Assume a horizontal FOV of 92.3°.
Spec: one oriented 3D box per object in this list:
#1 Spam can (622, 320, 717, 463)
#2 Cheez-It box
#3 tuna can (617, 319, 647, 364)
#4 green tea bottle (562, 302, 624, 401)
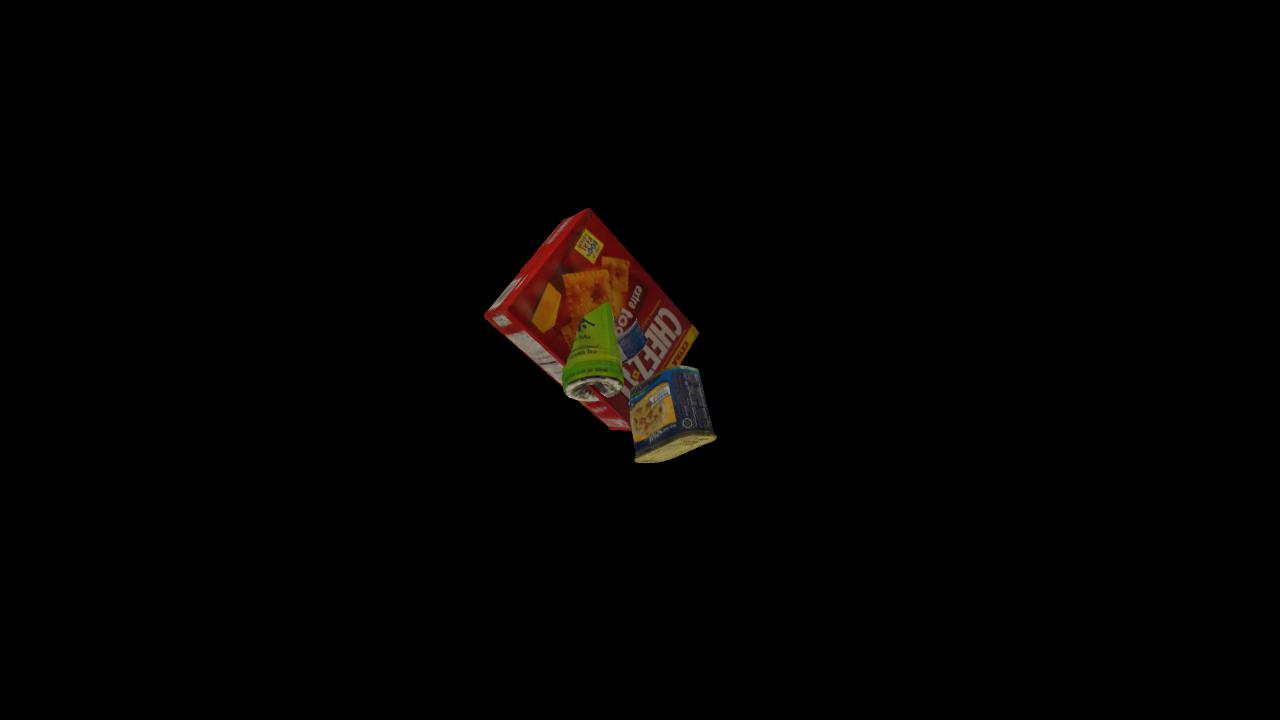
[{"bbox_3d":[0.032,0.063,0.707,0.058,0.085,0.101,8,-28,-40],"label":"Spam can"},{"bbox_3d":[-0.048,-0.042,0.741,0.223,0.166,0.071,46,-27,-25],"label":"Cheez-It box"},{"bbox_3d":[-0.033,-0.021,0.749,0.084,0.034,0.084,-25,22,11],"label":"tuna can"},{"bbox_3d":[-0.063,-0.058,0.731,0.073,0.212,0.073,-5,-28,-3],"label":"green tea bottle"}]
